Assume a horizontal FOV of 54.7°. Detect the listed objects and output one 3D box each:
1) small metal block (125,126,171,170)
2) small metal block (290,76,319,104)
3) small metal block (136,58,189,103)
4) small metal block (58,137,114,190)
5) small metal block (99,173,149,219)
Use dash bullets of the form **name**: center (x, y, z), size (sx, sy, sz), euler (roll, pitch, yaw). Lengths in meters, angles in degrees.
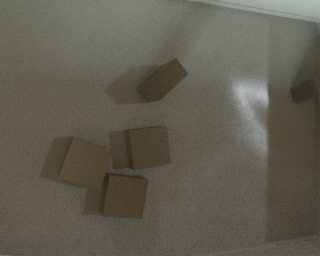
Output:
- **small metal block**: center (-0.016, 0.025, 0.405), size (0.050, 0.025, 0.050), euler (-8, 93, -20)
- **small metal block**: center (0.244, -0.064, 0.484), size (0.050, 0.050, 0.025), euler (-19, 83, -18)
- **small metal block**: center (0.002, -0.060, 0.398), size (0.050, 0.050, 0.025), euler (-44, 104, -15)
- **small metal block**: center (-0.090, 0.042, 0.377), size (0.050, 0.025, 0.050), euler (21, 83, -19)
- **small metal block**: center (-0.046, 0.086, 0.394), size (0.050, 0.025, 0.050), euler (10, 87, -20)
